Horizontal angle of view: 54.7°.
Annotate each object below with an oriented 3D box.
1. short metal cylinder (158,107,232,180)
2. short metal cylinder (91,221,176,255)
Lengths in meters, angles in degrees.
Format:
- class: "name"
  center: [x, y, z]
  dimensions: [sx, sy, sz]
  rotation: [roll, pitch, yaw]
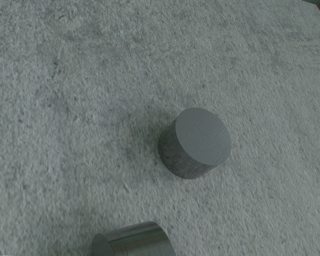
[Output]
- class: "short metal cylinder"
  center: [0.044, 0.020, 0.401]
  dimensions: [0.081, 0.050, 0.080]
  rotation: [14, 56, -21]
- class: "short metal cylinder"
  center: [-0.024, 0.129, 0.278]
  dimensions: [0.050, 0.080, 0.080]
  rotation: [-4, 64, -31]
